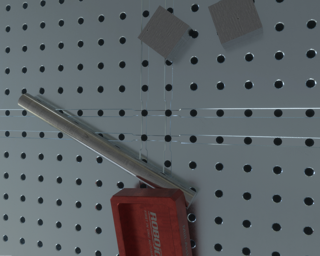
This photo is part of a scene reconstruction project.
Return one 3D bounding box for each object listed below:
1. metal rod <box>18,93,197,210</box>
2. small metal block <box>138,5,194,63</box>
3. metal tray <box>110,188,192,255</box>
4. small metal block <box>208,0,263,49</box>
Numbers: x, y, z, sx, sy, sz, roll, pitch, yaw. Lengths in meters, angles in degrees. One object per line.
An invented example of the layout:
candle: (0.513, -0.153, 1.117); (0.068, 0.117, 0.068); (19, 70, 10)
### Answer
metal rod: (-0.086, 0.025, 0.441); (0.301, 0.025, 0.025); (28, 99, 17)
small metal block: (0.008, -0.123, 0.409); (0.050, 0.025, 0.050); (40, 102, 15)
metal tray: (-0.009, 0.144, 0.397); (0.090, 0.030, 0.129); (-5, 97, 25)
small metal block: (0.093, -0.133, 0.380); (0.050, 0.025, 0.050); (-20, 84, 18)
